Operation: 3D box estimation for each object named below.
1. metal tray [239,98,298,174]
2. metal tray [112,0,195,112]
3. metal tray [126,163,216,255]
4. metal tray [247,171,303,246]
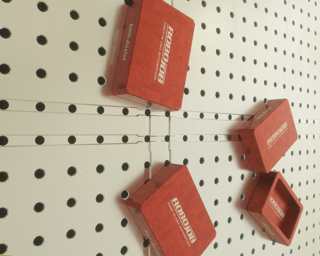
[{"bbox_3d":[0.205,0.012,0.576,0.131,0.030,0.090,-35,112,-34],"label":"metal tray"},{"bbox_3d":[-0.005,-0.094,0.401,0.091,0.030,0.129,16,80,-39],"label":"metal tray"},{"bbox_3d":[0.020,0.125,0.422,0.091,0.030,0.130,-38,113,-33],"label":"metal tray"},{"bbox_3d":[0.223,0.153,0.591,0.130,0.030,0.090,48,62,-29],"label":"metal tray"}]
